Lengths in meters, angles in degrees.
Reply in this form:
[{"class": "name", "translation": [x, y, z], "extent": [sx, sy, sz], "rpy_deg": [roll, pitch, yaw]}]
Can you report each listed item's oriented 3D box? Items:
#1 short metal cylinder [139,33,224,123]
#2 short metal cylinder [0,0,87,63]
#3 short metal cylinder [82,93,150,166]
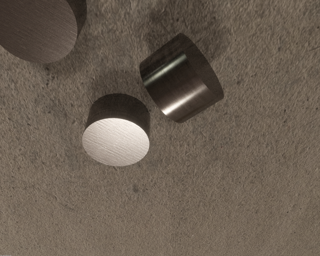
[{"class": "short metal cylinder", "translation": [0.024, -0.052, 0.327], "extent": [0.050, 0.080, 0.080], "rpy_deg": [-32, 123, 24]}, {"class": "short metal cylinder", "translation": [-0.115, -0.110, 0.296], "extent": [0.081, 0.050, 0.079], "rpy_deg": [0, 130, 0]}, {"class": "short metal cylinder", "translation": [-0.053, 0.003, 0.393], "extent": [0.081, 0.050, 0.079], "rpy_deg": [0, 130, 0]}]
